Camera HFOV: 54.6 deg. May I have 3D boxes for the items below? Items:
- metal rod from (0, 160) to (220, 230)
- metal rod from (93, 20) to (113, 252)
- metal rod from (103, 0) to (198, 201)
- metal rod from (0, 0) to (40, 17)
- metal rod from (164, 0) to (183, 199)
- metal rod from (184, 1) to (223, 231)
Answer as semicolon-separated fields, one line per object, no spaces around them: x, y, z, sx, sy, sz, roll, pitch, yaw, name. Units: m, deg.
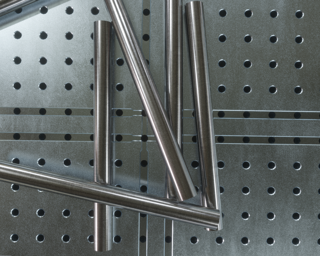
-0.076;0.081;0.386;0.301;0.025;0.025;13;90;0;metal rod
-0.076;0.010;0.412;0.025;0.025;0.298;0;90;0;metal rod
-0.018;-0.053;0.397;0.025;0.025;0.299;-21;84;0;metal rod
-0.146;-0.191;0.412;0.301;0.025;0.025;-23;90;0;metal rod
0.018;-0.050;0.413;0.025;0.025;0.298;0;90;0;metal rod
0.058;-0.016;0.413;0.025;0.025;0.298;-5;90;0;metal rod
